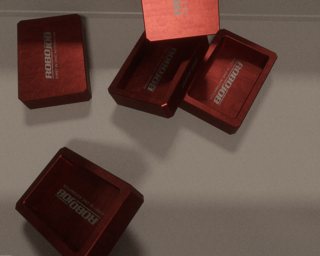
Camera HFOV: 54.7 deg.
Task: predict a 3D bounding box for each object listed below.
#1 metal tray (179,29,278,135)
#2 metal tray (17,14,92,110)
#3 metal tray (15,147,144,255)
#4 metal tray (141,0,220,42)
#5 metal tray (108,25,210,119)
[{"bbox_3d":[0.094,-0.067,0.432,0.090,0.030,0.130,29,72,9],"label":"metal tray"},{"bbox_3d":[-0.151,-0.096,0.440,0.091,0.030,0.129,-9,70,-4],"label":"metal tray"},{"bbox_3d":[-0.092,0.083,0.343,0.130,0.030,0.090,21,68,38],"label":"metal tray"},{"bbox_3d":[0.021,-0.175,0.371,0.091,0.030,0.129,-6,108,2],"label":"metal tray"},{"bbox_3d":[0.000,-0.083,0.419,0.090,0.030,0.130,17,67,27],"label":"metal tray"}]
